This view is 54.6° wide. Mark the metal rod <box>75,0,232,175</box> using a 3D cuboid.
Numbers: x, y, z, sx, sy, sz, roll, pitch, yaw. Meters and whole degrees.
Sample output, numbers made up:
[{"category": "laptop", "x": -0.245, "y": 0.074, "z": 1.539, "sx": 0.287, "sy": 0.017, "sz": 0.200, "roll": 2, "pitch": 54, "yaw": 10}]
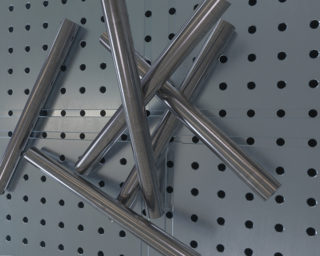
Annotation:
[{"category": "metal rod", "x": -0.026, "y": -0.035, "z": 0.379, "sx": 0.025, "sy": 0.025, "sz": 0.299, "roll": 50, "pitch": 121, "yaw": 13}]

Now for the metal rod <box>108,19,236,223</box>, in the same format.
[{"category": "metal rod", "x": 0.009, "y": -0.001, "z": 0.409, "sx": 0.025, "sy": 0.025, "sz": 0.299, "roll": 33, "pitch": 101, "yaw": 17}]

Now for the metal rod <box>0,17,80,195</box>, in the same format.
[{"category": "metal rod", "x": -0.199, "y": -0.028, "z": 0.483, "sx": 0.025, "sy": 0.025, "sz": 0.299, "roll": 31, "pitch": 100, "yaw": 17}]

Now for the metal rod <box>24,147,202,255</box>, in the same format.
[{"category": "metal rod", "x": -0.080, "y": 0.098, "z": 0.417, "sx": 0.300, "sy": 0.025, "sz": 0.025, "roll": 25, "pitch": 99, "yaw": 27}]

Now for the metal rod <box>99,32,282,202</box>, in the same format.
[{"category": "metal rod", "x": 0.020, "y": -0.031, "z": 0.377, "sx": 0.300, "sy": 0.025, "sz": 0.025, "roll": 46, "pitch": 104, "yaw": 25}]

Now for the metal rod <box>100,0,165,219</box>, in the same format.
[{"category": "metal rod", "x": -0.029, "y": -0.020, "z": 0.357, "sx": 0.025, "sy": 0.025, "sz": 0.298, "roll": 0, "pitch": 116, "yaw": 20}]
